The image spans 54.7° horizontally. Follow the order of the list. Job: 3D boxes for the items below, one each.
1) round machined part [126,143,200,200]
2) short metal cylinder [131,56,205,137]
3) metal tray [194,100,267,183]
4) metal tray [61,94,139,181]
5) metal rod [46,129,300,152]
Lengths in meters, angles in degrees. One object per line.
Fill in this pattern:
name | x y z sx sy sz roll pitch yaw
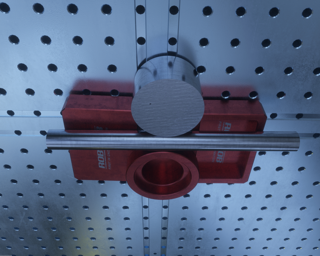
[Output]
round machined part | 0.004 0.053 0.429 0.099 0.042 0.097 0 130 0
short metal cylinder | 0.009 -0.036 0.359 0.081 0.050 0.079 0 130 0
metal tray | 0.084 0.023 0.423 0.091 0.030 0.129 0 130 -1
metal tray | -0.074 0.018 0.416 0.091 0.030 0.129 2 130 -2
metal rod | 0.017 0.015 0.380 0.302 0.025 0.025 0 130 -1
